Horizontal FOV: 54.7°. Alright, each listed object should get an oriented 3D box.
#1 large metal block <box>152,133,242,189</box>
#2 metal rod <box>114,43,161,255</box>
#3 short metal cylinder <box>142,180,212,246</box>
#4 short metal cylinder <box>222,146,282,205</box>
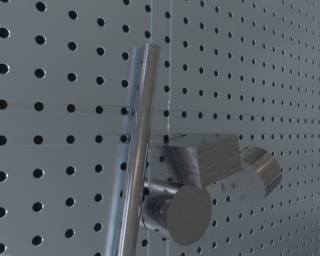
[{"bbox_3d":[0.050,0.039,0.416,0.081,0.080,0.050,-14,99,-39],"label":"large metal block"},{"bbox_3d":[-0.029,0.043,0.385,0.025,0.025,0.298,11,83,-40],"label":"metal rod"},{"bbox_3d":[0.023,0.109,0.413,0.081,0.050,0.079,-1,91,-40],"label":"short metal cylinder"},{"bbox_3d":[0.144,0.076,0.495,0.050,0.080,0.080,-28,108,-37],"label":"short metal cylinder"}]
